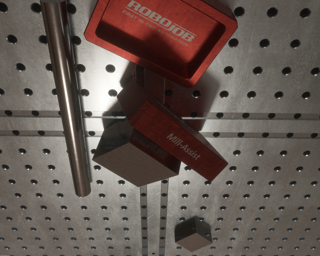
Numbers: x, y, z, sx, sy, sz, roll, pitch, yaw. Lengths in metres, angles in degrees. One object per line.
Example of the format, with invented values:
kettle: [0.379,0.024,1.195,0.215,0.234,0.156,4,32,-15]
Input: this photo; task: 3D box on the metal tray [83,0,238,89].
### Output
metal tray: [0.000,-0.106,0.318,0.131,0.030,0.089,23,126,-19]

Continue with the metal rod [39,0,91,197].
metal rod: [-0.114,-0.013,0.398,0.025,0.025,0.298,2,130,-3]

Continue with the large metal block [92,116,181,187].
large metal block: [-0.027,0.030,0.406,0.080,0.050,0.080,37,139,-27]

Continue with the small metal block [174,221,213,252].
small metal block: [0.063,0.207,0.589,0.050,0.025,0.050,-34,123,25]

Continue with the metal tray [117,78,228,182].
metal tray: [0.014,0.002,0.367,0.130,0.090,0.030,37,99,-28]
